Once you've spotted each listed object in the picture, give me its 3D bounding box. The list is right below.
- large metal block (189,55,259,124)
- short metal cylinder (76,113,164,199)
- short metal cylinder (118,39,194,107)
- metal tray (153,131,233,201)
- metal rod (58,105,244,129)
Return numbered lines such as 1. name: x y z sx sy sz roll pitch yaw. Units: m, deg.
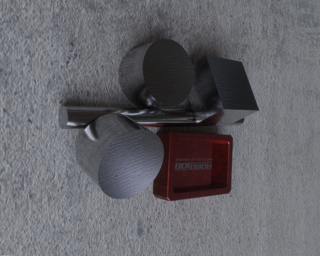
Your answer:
1. large metal block: 0.087 -0.053 0.447 0.081 0.050 0.080 -1 70 -40
2. short metal cylinder: -0.043 0.030 0.338 0.081 0.050 0.079 -19 123 -33
3. short metal cylinder: -0.004 -0.066 0.386 0.081 0.050 0.080 0 89 -40
4. metal tray: 0.052 0.052 0.445 0.131 0.030 0.089 4 87 -40
5. metal rod: 0.015 -0.014 0.420 0.302 0.025 0.025 -1 91 -40
